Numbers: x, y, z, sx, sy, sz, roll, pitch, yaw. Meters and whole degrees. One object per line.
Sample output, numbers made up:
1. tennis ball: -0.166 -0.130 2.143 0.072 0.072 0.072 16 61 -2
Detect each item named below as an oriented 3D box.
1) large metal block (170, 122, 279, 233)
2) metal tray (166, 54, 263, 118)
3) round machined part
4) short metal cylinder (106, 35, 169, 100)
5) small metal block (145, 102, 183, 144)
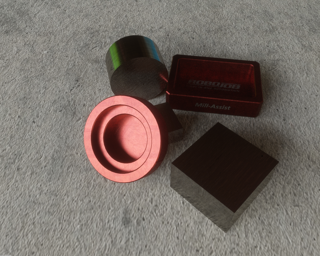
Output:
1. large metal block: 0.069 0.052 0.344 0.080 0.050 0.080 37 59 26
2. metal tray: 0.079 -0.064 0.454 0.131 0.030 0.090 6 50 5
3. round machined part: -0.035 0.012 0.360 0.098 0.097 0.042 26 12 20
4. short metal cylinder: -0.033 -0.082 0.436 0.081 0.080 0.050 -11 51 -9
5. small metal block: -0.003 -0.003 0.406 0.050 0.025 0.050 -16 52 -14
